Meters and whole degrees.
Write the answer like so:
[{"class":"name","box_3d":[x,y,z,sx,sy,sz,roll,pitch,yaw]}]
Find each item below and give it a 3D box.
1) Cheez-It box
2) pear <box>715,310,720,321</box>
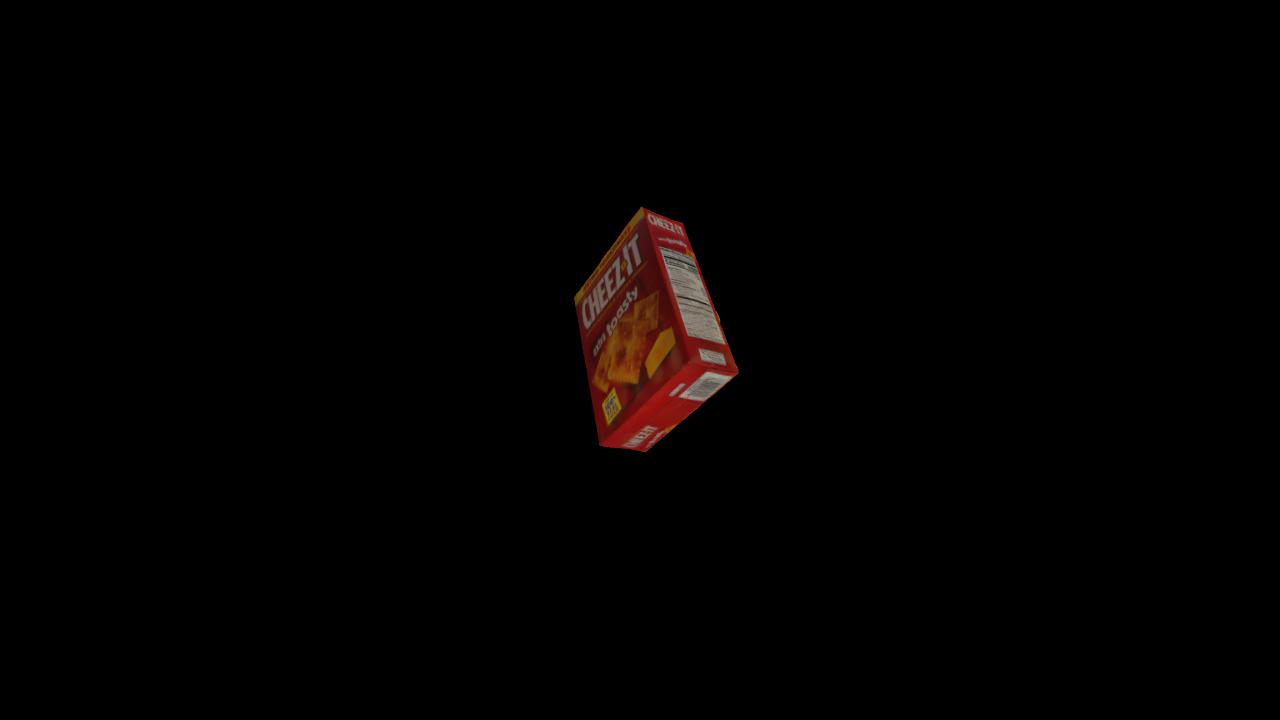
[{"class":"Cheez-It box","box_3d":[0.005,-0.034,0.687,0.071,0.223,0.166,14,-43,-34]},{"class":"pear","box_3d":[0.047,-0.049,0.741,0.080,0.080,0.111,0,21,-21]}]
